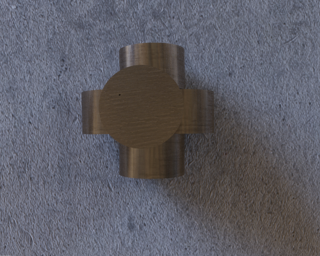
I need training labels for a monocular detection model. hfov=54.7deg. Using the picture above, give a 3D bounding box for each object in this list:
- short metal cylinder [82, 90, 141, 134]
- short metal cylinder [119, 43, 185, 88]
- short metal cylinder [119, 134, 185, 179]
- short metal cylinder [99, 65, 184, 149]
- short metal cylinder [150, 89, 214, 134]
[{"bbox_3d":[-0.055,-0.018,0.383,0.081,0.080,0.050,-1,90,-1],"label":"short metal cylinder"},{"bbox_3d":[-0.009,-0.070,0.383,0.081,0.080,0.050,-2,90,-1],"label":"short metal cylinder"},{"bbox_3d":[-0.010,0.031,0.383,0.081,0.080,0.050,0,90,-1],"label":"short metal cylinder"},{"bbox_3d":[-0.018,-0.020,0.318,0.081,0.050,0.079,0,90,-1],"label":"short metal cylinder"},{"bbox_3d":[0.026,-0.019,0.384,0.081,0.080,0.050,0,90,-1],"label":"short metal cylinder"}]
